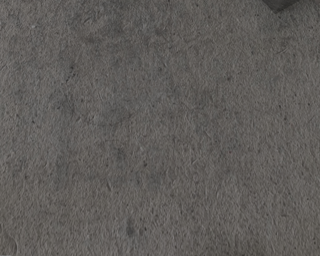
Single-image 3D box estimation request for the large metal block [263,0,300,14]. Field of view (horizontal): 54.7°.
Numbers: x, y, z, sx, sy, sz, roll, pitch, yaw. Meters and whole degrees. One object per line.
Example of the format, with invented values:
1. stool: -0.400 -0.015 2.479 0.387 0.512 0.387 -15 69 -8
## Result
1. large metal block: 0.194 -0.240 0.484 0.080 0.050 0.080 -30 73 -11
